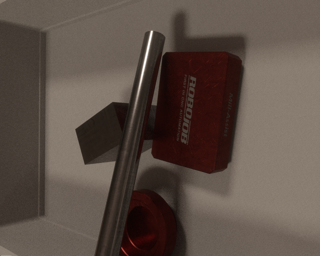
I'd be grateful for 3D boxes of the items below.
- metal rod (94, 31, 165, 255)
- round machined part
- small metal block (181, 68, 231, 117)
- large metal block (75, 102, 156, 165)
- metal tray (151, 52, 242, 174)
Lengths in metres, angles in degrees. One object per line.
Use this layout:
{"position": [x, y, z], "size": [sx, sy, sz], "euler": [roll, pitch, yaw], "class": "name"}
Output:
{"position": [-0.035, 0.034, 0.336], "size": [0.025, 0.025, 0.299], "euler": [1, 74, 39], "class": "metal rod"}
{"position": [-0.017, 0.129, 0.406], "size": [0.098, 0.042, 0.097], "euler": [-2, 87, 39], "class": "round machined part"}
{"position": [0.053, -0.042, 0.361], "size": [0.050, 0.025, 0.050], "euler": [16, 100, 38], "class": "small metal block"}
{"position": [-0.050, 0.008, 0.410], "size": [0.080, 0.081, 0.050], "euler": [-30, 72, 36], "class": "large metal block"}
{"position": [0.039, -0.021, 0.360], "size": [0.090, 0.030, 0.129], "euler": [11, 97, 39], "class": "metal tray"}
